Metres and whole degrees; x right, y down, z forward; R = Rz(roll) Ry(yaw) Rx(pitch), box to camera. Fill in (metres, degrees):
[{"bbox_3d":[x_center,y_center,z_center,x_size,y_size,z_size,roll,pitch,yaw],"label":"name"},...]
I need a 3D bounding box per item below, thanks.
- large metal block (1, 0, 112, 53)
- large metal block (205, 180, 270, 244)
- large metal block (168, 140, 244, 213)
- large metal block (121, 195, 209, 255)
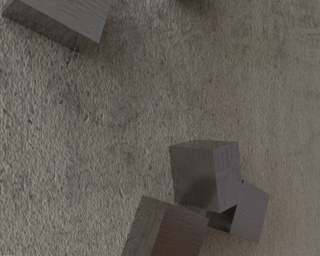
[{"bbox_3d":[-0.096,-0.133,0.307,0.080,0.050,0.080,23,76,-38],"label":"large metal block"},{"bbox_3d":[0.123,0.129,0.492,0.080,0.050,0.080,31,71,-36],"label":"large metal block"},{"bbox_3d":[0.061,0.061,0.420,0.050,0.080,0.079,-12,98,-39],"label":"large metal block"},{"bbox_3d":[0.008,0.140,0.395,0.080,0.050,0.080,31,71,-36],"label":"large metal block"}]
